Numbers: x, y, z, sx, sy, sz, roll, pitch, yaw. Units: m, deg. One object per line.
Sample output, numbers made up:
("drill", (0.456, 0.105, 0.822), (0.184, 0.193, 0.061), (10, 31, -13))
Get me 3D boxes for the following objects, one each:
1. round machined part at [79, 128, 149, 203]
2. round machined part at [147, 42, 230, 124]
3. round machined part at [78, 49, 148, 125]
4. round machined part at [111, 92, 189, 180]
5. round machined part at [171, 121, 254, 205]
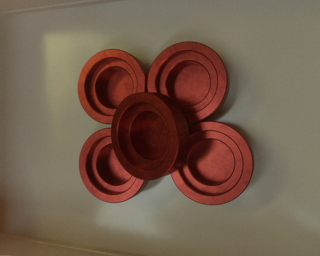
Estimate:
("round machined part", (-0.056, 0.048, 0.418), (0.098, 0.042, 0.097), (0, 90, 19))
("round machined part", (0.037, -0.054, 0.386), (0.098, 0.042, 0.097), (0, 90, 19))
("round machined part", (-0.057, -0.053, 0.419), (0.098, 0.042, 0.097), (0, 90, 19))
("round machined part", (-0.007, 0.008, 0.356), (0.098, 0.042, 0.097), (5, 98, 37))
("round machined part", (0.064, 0.040, 0.377), (0.098, 0.042, 0.097), (0, 90, 19))
